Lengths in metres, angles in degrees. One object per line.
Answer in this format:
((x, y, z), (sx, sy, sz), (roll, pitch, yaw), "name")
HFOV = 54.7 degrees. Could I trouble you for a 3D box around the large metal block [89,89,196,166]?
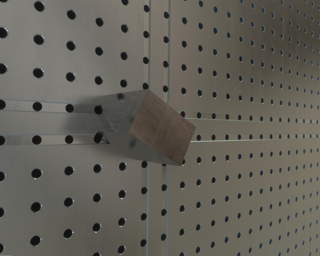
((-0.020, 0.001, 0.358), (0.080, 0.080, 0.050), (36, 68, -35), "large metal block")
